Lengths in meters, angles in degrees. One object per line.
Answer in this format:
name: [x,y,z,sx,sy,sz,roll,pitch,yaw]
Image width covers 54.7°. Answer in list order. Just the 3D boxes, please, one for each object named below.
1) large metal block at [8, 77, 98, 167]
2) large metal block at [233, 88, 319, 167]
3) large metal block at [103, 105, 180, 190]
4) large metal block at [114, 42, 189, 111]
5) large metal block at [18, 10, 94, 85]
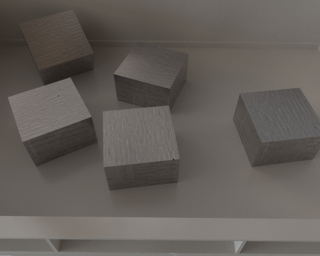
large metal block: [-0.136,-0.010,0.395,0.081,0.050,0.080,-22,54,-18]
large metal block: [0.147,-0.002,0.393,0.081,0.050,0.080,-6,50,-6]
large metal block: [-0.024,0.022,0.370,0.081,0.050,0.080,-5,50,-5]
large metal block: [-0.010,-0.074,0.451,0.080,0.050,0.080,17,52,13]
large metal block: [-0.155,-0.122,0.471,0.081,0.050,0.080,-23,78,-18]
